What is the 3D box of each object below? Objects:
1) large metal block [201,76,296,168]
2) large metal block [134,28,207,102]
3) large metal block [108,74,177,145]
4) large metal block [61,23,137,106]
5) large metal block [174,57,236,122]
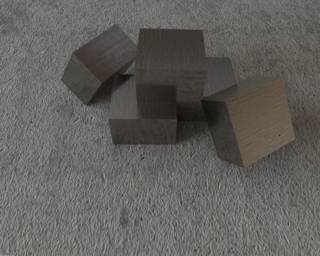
[{"bbox_3d":[0.106,-0.010,0.370,0.081,0.080,0.050,-25,17,-20],"label":"large metal block"},{"bbox_3d":[0.013,-0.080,0.388,0.081,0.050,0.080,2,50,1],"label":"large metal block"},{"bbox_3d":[-0.020,-0.025,0.407,0.081,0.050,0.080,0,50,0],"label":"large metal block"},{"bbox_3d":[-0.083,-0.086,0.431,0.050,0.080,0.080,47,58,-6],"label":"large metal block"},{"bbox_3d":[0.060,-0.055,0.436,0.081,0.050,0.080,0,50,0],"label":"large metal block"}]
